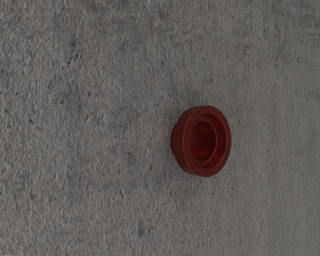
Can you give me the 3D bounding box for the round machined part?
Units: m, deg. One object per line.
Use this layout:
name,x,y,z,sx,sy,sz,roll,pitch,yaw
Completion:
round machined part,0.053,0.018,0.437,0.099,0.042,0.097,0,90,-40
